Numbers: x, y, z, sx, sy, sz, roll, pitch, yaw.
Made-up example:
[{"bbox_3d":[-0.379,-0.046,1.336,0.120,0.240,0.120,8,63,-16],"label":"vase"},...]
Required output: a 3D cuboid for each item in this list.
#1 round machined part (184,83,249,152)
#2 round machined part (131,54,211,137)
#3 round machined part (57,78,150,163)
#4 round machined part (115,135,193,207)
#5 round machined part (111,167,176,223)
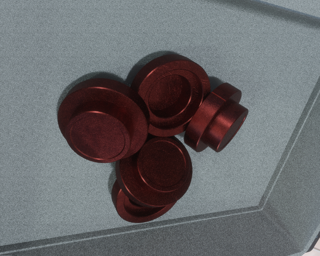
[{"bbox_3d":[0.078,-0.007,0.405,0.098,0.042,0.098,-44,158,-23],"label":"round machined part"},{"bbox_3d":[0.008,-0.041,0.373,0.099,0.042,0.097,-14,124,-21],"label":"round machined part"},{"bbox_3d":[-0.062,-0.001,0.333,0.099,0.042,0.097,3,126,4],"label":"round machined part"},{"bbox_3d":[-0.002,0.048,0.387,0.099,0.098,0.042,-6,166,-25],"label":"round machined part"},{"bbox_3d":[-0.021,0.082,0.434,0.099,0.042,0.097,-14,124,-21],"label":"round machined part"}]
